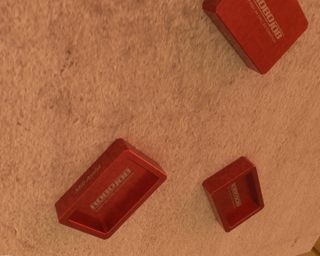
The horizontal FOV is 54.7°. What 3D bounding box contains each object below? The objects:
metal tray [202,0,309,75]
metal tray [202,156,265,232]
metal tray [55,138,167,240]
[{"bbox_3d":[0.123,-0.139,0.387,0.090,0.030,0.130,-49,129,6],"label":"metal tray"},{"bbox_3d":[0.135,0.122,0.555,0.090,0.030,0.130,-31,129,-9],"label":"metal tray"},{"bbox_3d":[-0.065,0.086,0.422,0.130,0.030,0.090,-47,130,4],"label":"metal tray"}]
